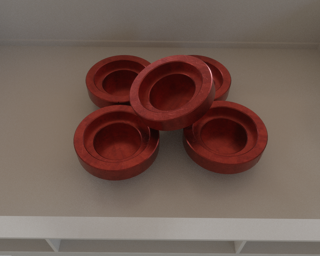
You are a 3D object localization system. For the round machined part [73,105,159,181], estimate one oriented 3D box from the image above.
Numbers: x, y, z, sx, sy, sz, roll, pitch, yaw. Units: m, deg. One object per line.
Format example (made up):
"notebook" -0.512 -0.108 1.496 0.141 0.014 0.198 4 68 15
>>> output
"round machined part" -0.050 0.021 0.373 0.099 0.042 0.098 0 50 0

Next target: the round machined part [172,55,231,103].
"round machined part" 0.048 -0.057 0.441 0.099 0.042 0.098 0 50 0

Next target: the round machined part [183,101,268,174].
"round machined part" 0.077 0.015 0.380 0.099 0.042 0.098 0 50 0

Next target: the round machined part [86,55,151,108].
"round machined part" -0.052 -0.057 0.439 0.099 0.042 0.098 0 50 0

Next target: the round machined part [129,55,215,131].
"round machined part" 0.017 -0.037 0.368 0.098 0.042 0.098 -10 54 15
